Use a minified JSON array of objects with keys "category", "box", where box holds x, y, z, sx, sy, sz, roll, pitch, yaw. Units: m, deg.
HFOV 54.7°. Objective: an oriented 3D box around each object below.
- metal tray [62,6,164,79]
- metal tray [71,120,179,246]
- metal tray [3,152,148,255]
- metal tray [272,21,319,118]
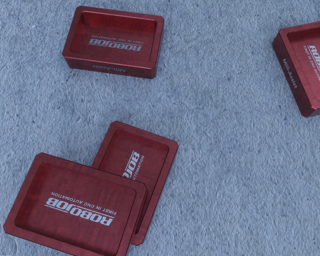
[{"category":"metal tray","box":[-0.064,-0.125,0.450,0.131,0.030,0.090,8,70,3]},{"category":"metal tray","box":[-0.040,0.065,0.381,0.090,0.030,0.130,19,71,7]},{"category":"metal tray","box":[-0.088,0.088,0.339,0.131,0.030,0.090,16,71,5]},{"category":"metal tray","box":[0.226,-0.087,0.438,0.091,0.030,0.130,-12,71,-5]}]
